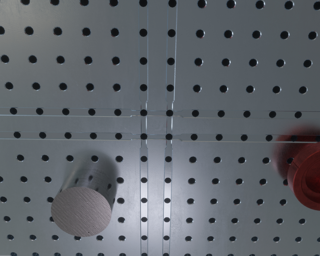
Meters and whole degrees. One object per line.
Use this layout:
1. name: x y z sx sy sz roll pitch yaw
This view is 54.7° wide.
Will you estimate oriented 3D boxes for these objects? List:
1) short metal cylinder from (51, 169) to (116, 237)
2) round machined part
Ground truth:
1. short metal cylinder: -0.105 0.105 0.438 0.081 0.050 0.079 0 110 0
2. round machined part: 0.225 0.062 0.429 0.099 0.042 0.097 0 110 0
